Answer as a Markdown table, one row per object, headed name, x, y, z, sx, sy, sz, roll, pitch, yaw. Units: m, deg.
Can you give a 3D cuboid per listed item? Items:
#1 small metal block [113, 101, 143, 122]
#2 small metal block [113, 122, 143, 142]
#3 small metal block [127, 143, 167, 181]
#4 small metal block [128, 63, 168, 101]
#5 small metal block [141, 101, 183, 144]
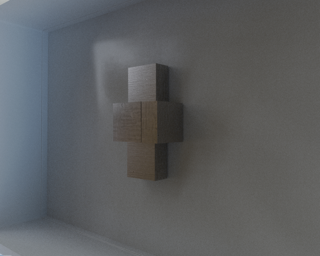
| name | x | y | z | sx | sy | sz | roll | pitch | yaw |
| --- | --- | --- | --- | --- | --- | --- | --- | --- | --- |
| small metal block | -0.026 | -0.020 | 0.410 | 0.050 | 0.050 | 0.025 | 0 | 90 | 40 |
| small metal block | -0.026 | 0.005 | 0.410 | 0.050 | 0.050 | 0.025 | 0 | 90 | 40 |
| small metal block | -0.018 | 0.043 | 0.419 | 0.050 | 0.025 | 0.050 | 0 | 90 | 40 |
| small metal block | -0.016 | -0.058 | 0.418 | 0.050 | 0.025 | 0.050 | 0 | 90 | 40 |
| small metal block | 0.003 | -0.007 | 0.386 | 0.025 | 0.050 | 0.050 | 0 | 90 | 40 |
